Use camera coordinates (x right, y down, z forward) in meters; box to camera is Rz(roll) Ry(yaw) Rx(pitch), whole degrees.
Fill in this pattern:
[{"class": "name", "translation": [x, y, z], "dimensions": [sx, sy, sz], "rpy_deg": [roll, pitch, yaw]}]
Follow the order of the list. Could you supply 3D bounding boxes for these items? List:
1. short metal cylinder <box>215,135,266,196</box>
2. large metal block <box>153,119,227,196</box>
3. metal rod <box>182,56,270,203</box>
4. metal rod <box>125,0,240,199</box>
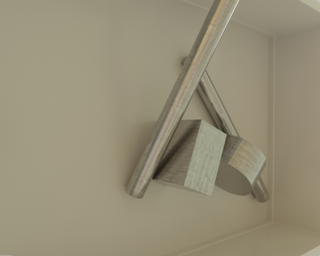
[{"class": "short metal cylinder", "translation": [0.111, 0.057, 0.467], "dimensions": [0.050, 0.080, 0.080], "rpy_deg": [-51, 120, -28]}, {"class": "large metal block", "translation": [0.030, 0.036, 0.398], "dimensions": [0.050, 0.080, 0.080], "rpy_deg": [28, 73, -37]}, {"class": "metal rod", "translation": [0.116, 0.013, 0.506], "dimensions": [0.025, 0.025, 0.299], "rpy_deg": [-48, 119, -30]}, {"class": "metal rod", "translation": [0.031, -0.052, 0.357], "dimensions": [0.025, 0.025, 0.298], "rpy_deg": [17, 104, -39]}]
